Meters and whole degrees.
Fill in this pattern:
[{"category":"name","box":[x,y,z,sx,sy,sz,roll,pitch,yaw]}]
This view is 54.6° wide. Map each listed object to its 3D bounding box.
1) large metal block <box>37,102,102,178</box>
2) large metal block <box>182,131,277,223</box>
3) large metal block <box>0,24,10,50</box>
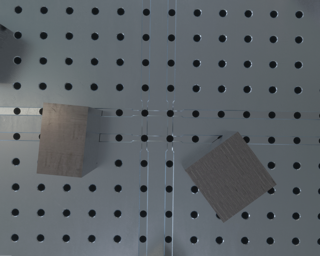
[{"category":"large metal block","box":[-0.109,0.013,0.385,0.050,0.080,0.080,6,90,0]},{"category":"large metal block","box":[0.086,0.060,0.401,0.080,0.050,0.080,-36,90,0]},{"category":"large metal block","box":[-0.246,-0.110,0.384,0.050,0.080,0.080,28,90,0]}]
